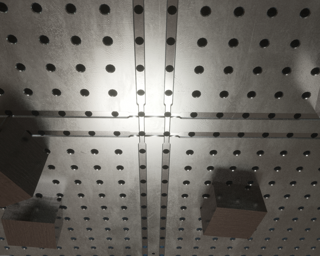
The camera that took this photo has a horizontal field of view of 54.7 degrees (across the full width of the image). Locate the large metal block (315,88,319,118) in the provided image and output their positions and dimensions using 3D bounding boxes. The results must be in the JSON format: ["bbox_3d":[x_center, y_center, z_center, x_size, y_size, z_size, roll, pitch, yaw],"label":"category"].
[{"bbox_3d":[0.242,-0.021,0.361,0.080,0.080,0.050,-7,130,5],"label":"large metal block"}]

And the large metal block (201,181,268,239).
[{"bbox_3d":[0.119,0.138,0.515,0.081,0.050,0.079,7,130,-7],"label":"large metal block"}]

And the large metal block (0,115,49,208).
[{"bbox_3d":[-0.204,0.044,0.410,0.050,0.080,0.080,-20,128,16],"label":"large metal block"}]

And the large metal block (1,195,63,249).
[{"bbox_3d":[-0.214,0.160,0.528,0.081,0.050,0.079,7,130,-7],"label":"large metal block"}]
